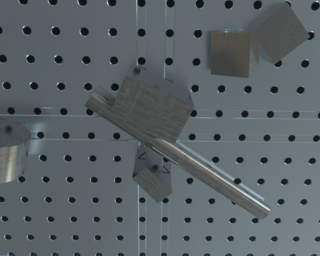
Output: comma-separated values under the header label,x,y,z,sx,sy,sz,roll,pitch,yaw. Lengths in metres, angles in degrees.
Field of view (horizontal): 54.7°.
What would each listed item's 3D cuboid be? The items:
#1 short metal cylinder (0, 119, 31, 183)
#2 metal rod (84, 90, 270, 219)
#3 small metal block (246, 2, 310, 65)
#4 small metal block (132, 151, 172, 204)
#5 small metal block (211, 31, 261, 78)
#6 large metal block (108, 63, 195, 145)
label,x,y,z,sx,sy,sz,roll,pitch,yaw
short metal cylinder,-0.210,0.027,0.391,0.081,0.080,0.050,15,109,-6
metal rod,0.032,0.043,0.429,0.301,0.025,0.025,34,106,-12
small metal block,0.141,-0.114,0.374,0.050,0.025,0.050,-39,106,13
small metal block,-0.010,0.066,0.424,0.025,0.050,0.050,-39,106,13
small metal block,0.089,-0.088,0.368,0.050,0.025,0.050,14,116,38
large metal block,-0.010,-0.032,0.372,0.080,0.080,0.050,24,108,-9
